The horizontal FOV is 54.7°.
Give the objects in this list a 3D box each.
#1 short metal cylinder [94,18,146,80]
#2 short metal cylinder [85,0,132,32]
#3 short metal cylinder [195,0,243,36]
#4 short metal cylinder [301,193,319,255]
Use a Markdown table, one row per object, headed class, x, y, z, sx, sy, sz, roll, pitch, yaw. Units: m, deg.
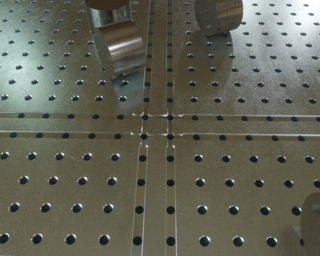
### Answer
| class | x | y | z | sx | sy | sz | roll | pitch | yaw |
| --- | --- | --- | --- | --- | --- | --- | --- | --- | --- |
| short metal cylinder | -0.062 | -0.120 | 0.472 | 0.050 | 0.080 | 0.080 | -23 | 54 | -18 |
| short metal cylinder | -0.093 | -0.214 | 0.570 | 0.081 | 0.050 | 0.080 | 0 | 50 | 0 |
| short metal cylinder | 0.103 | -0.209 | 0.548 | 0.050 | 0.080 | 0.080 | -19 | 53 | -15 |
| short metal cylinder | 0.174 | 0.101 | 0.288 | 0.050 | 0.080 | 0.080 | 0 | 50 | 0 |
